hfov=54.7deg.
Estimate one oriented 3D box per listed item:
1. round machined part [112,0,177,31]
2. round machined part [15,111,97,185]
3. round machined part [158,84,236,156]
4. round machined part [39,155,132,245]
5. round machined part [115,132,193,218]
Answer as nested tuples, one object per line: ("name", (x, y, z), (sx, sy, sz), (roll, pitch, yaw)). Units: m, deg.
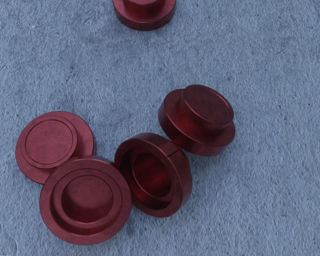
("round machined part", (-0.024, -0.201, 0.472), (0.099, 0.042, 0.098), (0, 70, 0))
("round machined part", (-0.132, 0.023, 0.390), (0.099, 0.042, 0.098), (0, 70, 0))
("round machined part", (0.051, -0.016, 0.381), (0.099, 0.042, 0.098), (17, 42, -15))
("round machined part", (-0.082, 0.079, 0.356), (0.099, 0.042, 0.097), (-1, 96, -9))
("round machined part", (-0.003, 0.050, 0.361), (0.098, 0.097, 0.042), (46, 41, 14))
